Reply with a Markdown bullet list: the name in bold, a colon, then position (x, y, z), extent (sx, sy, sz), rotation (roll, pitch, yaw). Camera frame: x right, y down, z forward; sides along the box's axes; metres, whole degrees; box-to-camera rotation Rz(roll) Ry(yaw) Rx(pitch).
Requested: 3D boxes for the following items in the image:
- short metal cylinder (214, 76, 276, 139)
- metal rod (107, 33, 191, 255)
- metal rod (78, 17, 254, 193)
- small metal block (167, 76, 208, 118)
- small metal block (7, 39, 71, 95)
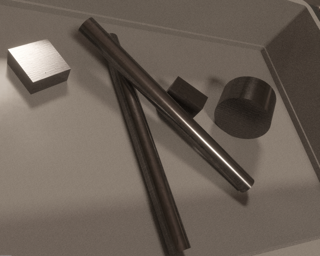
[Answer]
- **short metal cylinder**: position (0.126, -0.029, 0.459), extent (0.080, 0.080, 0.050), rotation (34, 51, -7)
- **metal rod**: position (-0.026, 0.003, 0.391), extent (0.025, 0.025, 0.299), rotation (-6, 65, -31)
- **metal rod**: position (0.013, -0.025, 0.406), extent (0.300, 0.025, 0.025), rotation (44, 50, -7)
- **small metal block**: position (0.029, -0.036, 0.429), extent (0.050, 0.050, 0.025), rotation (35, 51, -6)
- **small metal block**: position (-0.146, -0.075, 0.373), extent (0.050, 0.025, 0.050), rotation (-33, 80, -38)
